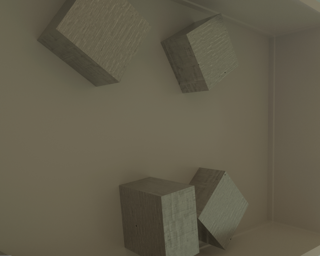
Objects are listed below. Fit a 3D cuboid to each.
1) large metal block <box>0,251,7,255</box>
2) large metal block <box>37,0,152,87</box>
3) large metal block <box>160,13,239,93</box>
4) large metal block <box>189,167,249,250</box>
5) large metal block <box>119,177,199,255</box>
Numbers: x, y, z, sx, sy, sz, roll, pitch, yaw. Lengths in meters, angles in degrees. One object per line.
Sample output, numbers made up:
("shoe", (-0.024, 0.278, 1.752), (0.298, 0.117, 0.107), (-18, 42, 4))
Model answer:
("large metal block", (-0.147, 0.131, 0.235), (0.080, 0.080, 0.050), (31, 70, -57))
("large metal block", (-0.068, -0.103, 0.335), (0.080, 0.050, 0.080), (39, 66, -33))
("large metal block", (0.059, -0.105, 0.442), (0.080, 0.050, 0.080), (-40, 115, -33))
("large metal block", (0.077, 0.117, 0.458), (0.080, 0.050, 0.080), (-53, 121, -27))
("large metal block", (-0.002, 0.108, 0.371), (0.050, 0.080, 0.079), (-8, 96, -40))
